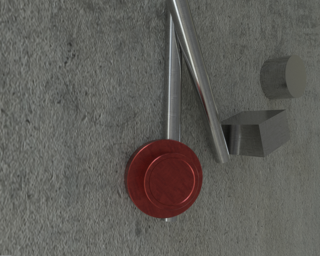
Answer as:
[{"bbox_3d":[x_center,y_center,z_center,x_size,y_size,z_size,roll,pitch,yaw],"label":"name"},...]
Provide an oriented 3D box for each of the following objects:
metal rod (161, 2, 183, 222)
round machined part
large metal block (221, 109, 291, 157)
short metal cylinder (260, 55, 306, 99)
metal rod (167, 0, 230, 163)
[{"bbox_3d":[0.017,-0.026,0.420,0.025,0.025,0.298,2,89,-40],"label":"metal rod"},{"bbox_3d":[0.009,0.063,0.381,0.099,0.042,0.097,0,89,-18],"label":"round machined part"},{"bbox_3d":[0.148,0.006,0.496,0.081,0.080,0.050,-23,105,-38],"label":"large metal block"},{"bbox_3d":[0.235,-0.095,0.589,0.081,0.050,0.079,0,90,-40],"label":"short metal cylinder"},{"bbox_3d":[0.052,-0.076,0.424,0.025,0.025,0.298,-40,123,-33],"label":"metal rod"}]
